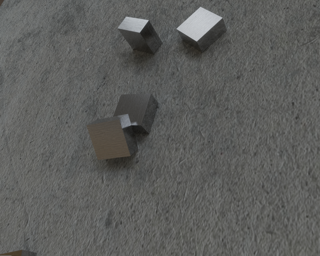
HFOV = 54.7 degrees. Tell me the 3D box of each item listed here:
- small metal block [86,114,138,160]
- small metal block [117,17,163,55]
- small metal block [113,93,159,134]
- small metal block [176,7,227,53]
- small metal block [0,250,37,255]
[{"bbox_3d":[-0.063,0.012,0.411,0.050,0.050,0.025,-9,15,23],"label":"small metal block"},{"bbox_3d":[-0.031,-0.148,0.495,0.050,0.050,0.025,23,75,36],"label":"small metal block"},{"bbox_3d":[-0.035,-0.020,0.435,0.050,0.025,0.050,2,62,29],"label":"small metal block"},{"bbox_3d":[0.062,-0.147,0.461,0.050,0.025,0.050,-43,51,-2],"label":"small metal block"},{"bbox_3d":[-0.187,0.185,0.389,0.050,0.025,0.050,-17,55,18],"label":"small metal block"}]
